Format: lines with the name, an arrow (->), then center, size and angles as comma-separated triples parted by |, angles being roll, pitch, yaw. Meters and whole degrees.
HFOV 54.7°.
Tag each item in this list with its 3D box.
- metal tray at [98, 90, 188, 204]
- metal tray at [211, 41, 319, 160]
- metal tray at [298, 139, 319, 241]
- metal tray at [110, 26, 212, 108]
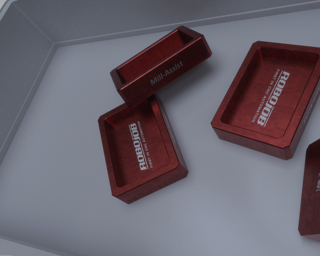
metal tray -> -0.027, 0.021, 0.403 | 0.090, 0.030, 0.130 | -27, 52, 11
metal tray -> 0.128, -0.037, 0.358 | 0.090, 0.030, 0.130 | 19, 72, 35
metal tray -> 0.156, 0.038, 0.235 | 0.030, 0.130, 0.090 | 17, 67, 1
metal tray -> -0.003, -0.089, 0.433 | 0.130, 0.030, 0.090 | -33, 30, 1
